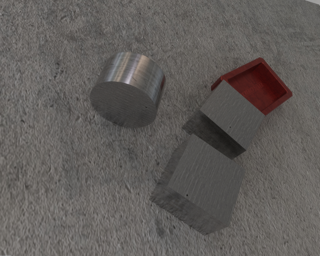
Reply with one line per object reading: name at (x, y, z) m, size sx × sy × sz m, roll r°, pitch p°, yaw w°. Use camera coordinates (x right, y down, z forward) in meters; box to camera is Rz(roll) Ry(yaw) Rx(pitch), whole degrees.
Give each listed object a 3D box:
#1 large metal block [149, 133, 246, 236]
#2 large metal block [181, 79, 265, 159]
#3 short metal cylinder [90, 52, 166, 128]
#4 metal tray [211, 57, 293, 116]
large metal block at (0.046, 0.067, 0.371) m, size 0.080 × 0.050 × 0.080 m, roll 35°, pitch 51°, yaw -6°
large metal block at (0.091, -0.009, 0.442) m, size 0.080 × 0.050 × 0.080 m, roll 41°, pitch 51°, yaw 0°
short metal cylinder at (-0.037, -0.044, 0.376) m, size 0.080 × 0.080 × 0.050 m, roll 25°, pitch 53°, yaw -13°
metal tray at (0.157, -0.062, 0.522) m, size 0.131 × 0.030 × 0.090 m, roll -29°, pitch 78°, yaw -37°
